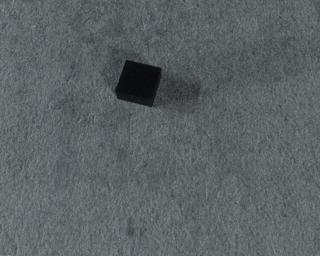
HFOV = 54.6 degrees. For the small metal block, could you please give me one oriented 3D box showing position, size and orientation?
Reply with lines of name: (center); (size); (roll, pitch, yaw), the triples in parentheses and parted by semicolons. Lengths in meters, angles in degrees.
small metal block: (-0.029, -0.062, 0.431); (0.050, 0.025, 0.050); (14, 71, 5)
